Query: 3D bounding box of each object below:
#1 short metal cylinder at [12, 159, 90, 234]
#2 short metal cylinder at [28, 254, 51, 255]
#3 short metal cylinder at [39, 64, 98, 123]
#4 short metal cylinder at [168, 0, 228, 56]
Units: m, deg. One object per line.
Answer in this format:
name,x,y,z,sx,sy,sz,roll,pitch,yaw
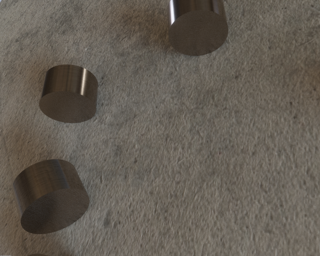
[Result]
short metal cylinder,-0.135,0.085,0.385,0.080,0.080,0.050,-40,51,1
short metal cylinder,-0.127,0.184,0.340,0.080,0.050,0.080,-13,56,20
short metal cylinder,-0.136,-0.050,0.469,0.080,0.080,0.050,-16,56,19
short metal cylinder,0.051,-0.147,0.431,0.080,0.080,0.050,-14,56,20
